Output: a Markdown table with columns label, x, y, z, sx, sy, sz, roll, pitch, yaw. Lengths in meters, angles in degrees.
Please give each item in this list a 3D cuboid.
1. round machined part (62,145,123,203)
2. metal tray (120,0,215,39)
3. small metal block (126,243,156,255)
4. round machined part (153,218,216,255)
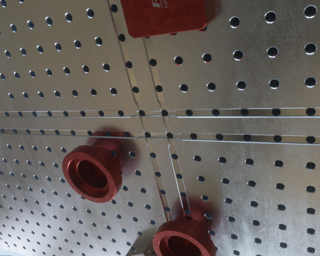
| label | x | y | z | sx | sy | sz | roll | pitch | yaw |
| --- | --- | --- | --- | --- | --- | --- | --- | --- | --- |
| round machined part | -0.102 | 0.068 | 0.494 | 0.098 | 0.042 | 0.097 | 13 | 124 | 20 |
| metal tray | -0.001 | -0.162 | 0.308 | 0.090 | 0.030 | 0.129 | 1 | 119 | 27 |
| small metal block | -0.028 | 0.245 | 0.576 | 0.050 | 0.025 | 0.050 | -28 | 104 | 37 |
| round machined part | 0.042 | 0.183 | 0.490 | 0.098 | 0.042 | 0.097 | 13 | 124 | 20 |
